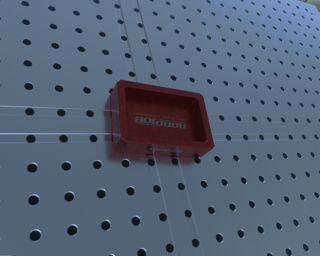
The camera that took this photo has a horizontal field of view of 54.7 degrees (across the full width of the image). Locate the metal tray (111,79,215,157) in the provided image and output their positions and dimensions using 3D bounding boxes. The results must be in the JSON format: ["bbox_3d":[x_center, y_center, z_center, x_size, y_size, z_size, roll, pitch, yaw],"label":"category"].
[{"bbox_3d":[0.003,-0.011,0.414,0.131,0.030,0.090,6,59,-25],"label":"metal tray"}]
